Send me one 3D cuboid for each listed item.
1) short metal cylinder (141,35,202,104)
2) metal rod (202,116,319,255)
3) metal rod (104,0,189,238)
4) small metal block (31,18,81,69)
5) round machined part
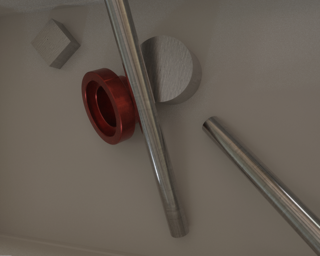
[{"bbox_3d":[0.008,-0.071,0.394,0.080,0.050,0.079,0,90,19],"label":"short metal cylinder"},{"bbox_3d":[0.137,0.089,0.299,0.025,0.025,0.300,-49,52,13],"label":"metal rod"},{"bbox_3d":[-0.012,-0.005,0.369,0.025,0.025,0.298,-10,104,19],"label":"metal rod"},{"bbox_3d":[-0.156,-0.125,0.464,0.050,0.025,0.050,-43,77,14],"label":"small metal block"},{"bbox_3d":[-0.060,-0.031,0.404,0.098,0.042,0.097,33,135,41],"label":"round machined part"}]
